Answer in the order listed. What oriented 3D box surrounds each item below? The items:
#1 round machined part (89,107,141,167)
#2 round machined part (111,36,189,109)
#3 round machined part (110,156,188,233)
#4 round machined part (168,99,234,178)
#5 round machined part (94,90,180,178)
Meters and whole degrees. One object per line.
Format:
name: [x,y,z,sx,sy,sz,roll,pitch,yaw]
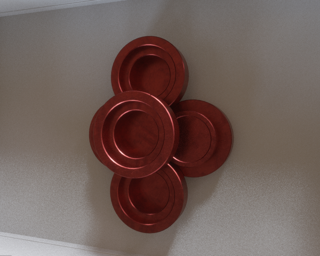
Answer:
round machined part: [-0.054,0.009,0.418,0.098,0.042,0.097,0,90,19]
round machined part: [-0.010,-0.065,0.402,0.098,0.042,0.097,0,90,19]
round machined part: [-0.011,0.082,0.402,0.098,0.042,0.097,0,90,19]
round machined part: [0.039,0.013,0.384,0.098,0.042,0.097,0,90,19]
round machined part: [-0.024,0.007,0.362,0.098,0.042,0.097,0,90,19]
